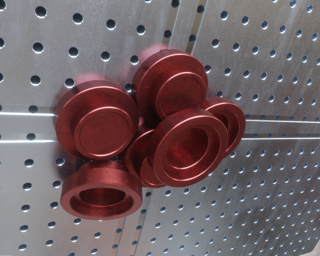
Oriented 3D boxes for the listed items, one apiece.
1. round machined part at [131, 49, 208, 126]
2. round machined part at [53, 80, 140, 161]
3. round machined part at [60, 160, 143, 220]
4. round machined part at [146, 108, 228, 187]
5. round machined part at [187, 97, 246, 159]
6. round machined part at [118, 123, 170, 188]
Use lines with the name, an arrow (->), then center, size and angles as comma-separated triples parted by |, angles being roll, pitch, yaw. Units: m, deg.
round machined part -> 0.018, -0.043, 0.382 | 0.099, 0.042, 0.097 | -14, 124, -21
round machined part -> -0.069, -0.002, 0.360 | 0.099, 0.042, 0.097 | -14, 124, -21
round machined part -> -0.072, 0.076, 0.390 | 0.099, 0.042, 0.098 | -4, 140, -3
round machined part -> 0.029, 0.020, 0.372 | 0.099, 0.042, 0.097 | -14, 124, -21
round machined part -> 0.067, 0.000, 0.436 | 0.099, 0.042, 0.097 | -14, 124, -21
round machined part -> -0.004, 0.043, 0.423 | 0.099, 0.042, 0.097 | -14, 124, -21
